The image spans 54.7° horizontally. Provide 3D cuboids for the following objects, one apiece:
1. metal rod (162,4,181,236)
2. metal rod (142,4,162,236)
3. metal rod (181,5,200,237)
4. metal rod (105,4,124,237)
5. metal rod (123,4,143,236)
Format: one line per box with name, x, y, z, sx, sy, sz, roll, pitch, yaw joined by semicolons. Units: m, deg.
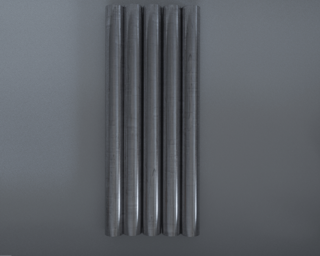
metal rod;0.015;-0.010;0.410;0.025;0.025;0.298;0;90;0
metal rod;-0.010;-0.010;0.410;0.025;0.025;0.298;0;90;0
metal rod;0.040;-0.009;0.410;0.025;0.025;0.298;0;90;0
metal rod;-0.060;-0.010;0.410;0.025;0.025;0.298;0;90;0
metal rod;-0.036;-0.011;0.410;0.025;0.025;0.298;0;90;0
